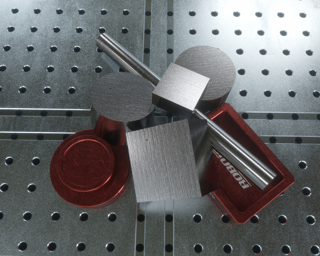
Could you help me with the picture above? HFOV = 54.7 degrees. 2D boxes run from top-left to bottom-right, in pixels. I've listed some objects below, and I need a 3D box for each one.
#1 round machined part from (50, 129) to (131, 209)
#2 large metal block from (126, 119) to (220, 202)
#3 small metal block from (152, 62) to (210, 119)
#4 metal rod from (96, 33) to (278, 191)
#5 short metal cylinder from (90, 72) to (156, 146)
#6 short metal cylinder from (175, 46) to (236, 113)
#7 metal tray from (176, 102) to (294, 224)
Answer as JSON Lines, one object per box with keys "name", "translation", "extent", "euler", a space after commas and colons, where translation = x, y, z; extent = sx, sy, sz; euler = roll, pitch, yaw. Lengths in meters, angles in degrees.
{"name": "round machined part", "translation": [-0.086, 0.047, 0.380], "extent": [0.099, 0.042, 0.098], "euler": [0, 70, 0]}
{"name": "large metal block", "translation": [0.014, 0.037, 0.353], "extent": [0.080, 0.050, 0.080], "euler": [-13, 84, 30]}
{"name": "small metal block", "translation": [0.024, -0.043, 0.368], "extent": [0.050, 0.025, 0.050], "euler": [25, 64, 9]}
{"name": "metal rod", "translation": [0.018, -0.034, 0.394], "extent": [0.025, 0.025, 0.300], "euler": [-41, 66, -14]}
{"name": "short metal cylinder", "translation": [-0.047, -0.025, 0.391], "extent": [0.081, 0.050, 0.080], "euler": [5, 53, -6]}
{"name": "short metal cylinder", "translation": [0.057, -0.063, 0.418], "extent": [0.081, 0.050, 0.080], "euler": [0, 70, 0]}
{"name": "metal tray", "translation": [0.088, 0.042, 0.390], "extent": [0.090, 0.030, 0.130], "euler": [-35, 74, -12]}
